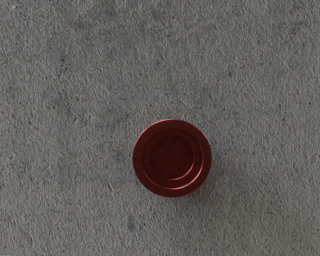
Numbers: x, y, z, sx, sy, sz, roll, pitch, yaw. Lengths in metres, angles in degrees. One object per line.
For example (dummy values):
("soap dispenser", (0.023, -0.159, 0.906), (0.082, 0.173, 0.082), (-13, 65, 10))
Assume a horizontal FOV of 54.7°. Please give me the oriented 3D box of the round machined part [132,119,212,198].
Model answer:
("round machined part", (0.015, 0.037, 0.403), (0.099, 0.042, 0.097), (0, 90, -1))
